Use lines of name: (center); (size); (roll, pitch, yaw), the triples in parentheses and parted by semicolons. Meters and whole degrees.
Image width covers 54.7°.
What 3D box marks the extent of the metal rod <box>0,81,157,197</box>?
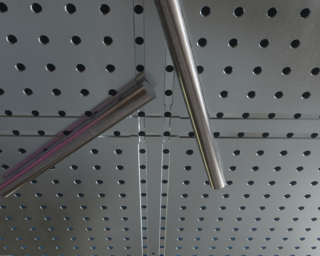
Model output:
metal rod: (-0.129, 0.026, 0.431); (0.300, 0.025, 0.025); (-32, 124, 23)

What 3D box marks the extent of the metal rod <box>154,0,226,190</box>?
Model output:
metal rod: (0.048, -0.022, 0.393); (0.025, 0.025, 0.299); (-13, 129, 10)
